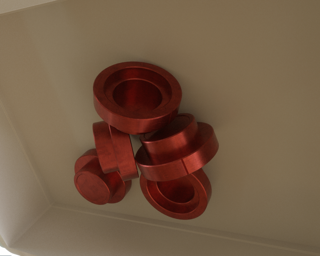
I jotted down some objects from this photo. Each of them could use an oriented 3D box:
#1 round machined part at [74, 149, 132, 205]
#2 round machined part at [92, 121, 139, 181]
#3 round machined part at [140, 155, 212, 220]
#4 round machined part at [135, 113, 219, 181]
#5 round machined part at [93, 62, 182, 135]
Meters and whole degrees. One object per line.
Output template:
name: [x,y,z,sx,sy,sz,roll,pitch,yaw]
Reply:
round machined part: [-0.099,0.086,0.503,0.098,0.042,0.097,13,124,21]
round machined part: [-0.059,0.022,0.403,0.042,0.098,0.097,-13,118,-6]
round machined part: [0.025,0.077,0.432,0.098,0.042,0.097,13,124,21]
round machined part: [0.015,0.016,0.363,0.098,0.098,0.042,-10,113,32]
round machined part: [-0.026,-0.031,0.358,0.098,0.098,0.042,25,139,13]
